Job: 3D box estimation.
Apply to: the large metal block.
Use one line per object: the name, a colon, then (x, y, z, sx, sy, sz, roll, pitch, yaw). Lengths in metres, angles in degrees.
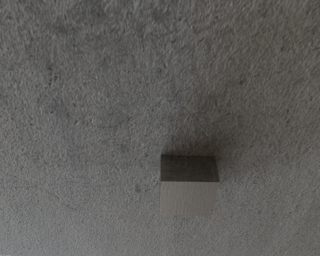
large metal block: (0.040, 0.087, 0.465, 0.080, 0.050, 0.080, 1, 130, -1)
